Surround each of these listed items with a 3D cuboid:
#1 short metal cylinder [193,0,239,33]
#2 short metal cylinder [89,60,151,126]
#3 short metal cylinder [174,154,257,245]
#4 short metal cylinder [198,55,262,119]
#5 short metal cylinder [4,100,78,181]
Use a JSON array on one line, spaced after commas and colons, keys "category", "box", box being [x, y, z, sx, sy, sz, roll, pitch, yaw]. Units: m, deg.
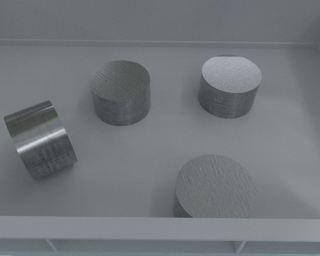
[{"category": "short metal cylinder", "box": [0.103, -0.222, 0.580, 0.081, 0.050, 0.080, 0, 50, 0]}, {"category": "short metal cylinder", "box": [-0.054, -0.049, 0.429, 0.081, 0.050, 0.080, 0, 50, 0]}, {"category": "short metal cylinder", "box": [0.055, 0.075, 0.327, 0.081, 0.050, 0.080, 0, 50, 0]}, {"category": "short metal cylinder", "box": [0.097, -0.059, 0.440, 0.081, 0.050, 0.080, 0, 50, 0]}, {"category": "short metal cylinder", "box": [-0.136, 0.014, 0.356, 0.050, 0.080, 0.080, -25, 55, -20]}]
